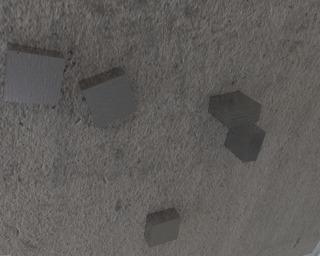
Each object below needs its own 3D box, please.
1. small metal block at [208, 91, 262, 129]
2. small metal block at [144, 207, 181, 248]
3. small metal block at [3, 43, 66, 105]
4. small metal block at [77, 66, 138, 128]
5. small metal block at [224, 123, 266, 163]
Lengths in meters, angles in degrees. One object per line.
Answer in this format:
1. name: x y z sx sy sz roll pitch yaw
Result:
1. small metal block: 0.103 -0.027 0.430 0.050 0.050 0.025 -13 124 -21
2. small metal block: 0.004 0.164 0.510 0.050 0.025 0.050 -8 122 -24
3. small metal block: -0.125 -0.052 0.306 0.050 0.025 0.050 3 117 -30
4. small metal block: -0.059 -0.035 0.353 0.050 0.025 0.050 -24 127 -14
5. small metal block: 0.128 0.017 0.471 0.025 0.050 0.050 -5 121 -26
